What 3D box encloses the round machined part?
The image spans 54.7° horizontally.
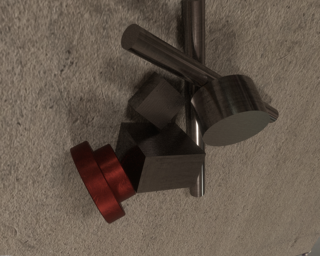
[{"bbox_3d":[-0.062,0.057,0.362,0.042,0.098,0.098,-28,128,-11],"label":"round machined part"}]

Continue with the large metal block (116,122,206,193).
[{"bbox_3d":[-0.003,0.034,0.392,0.081,0.080,0.050,0,119,-29],"label":"large metal block"}]

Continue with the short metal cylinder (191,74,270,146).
[{"bbox_3d":[0.083,-0.019,0.371,0.081,0.050,0.080,-12,152,-6],"label":"short metal cylinder"}]

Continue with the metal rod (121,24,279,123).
[{"bbox_3d":[0.075,-0.052,0.389,0.302,0.025,0.025,17,110,-45],"label":"metal rod"}]

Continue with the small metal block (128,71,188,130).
[{"bbox_3d":[-0.002,-0.033,0.386,0.050,0.025,0.050,-48,129,5],"label":"small metal block"}]

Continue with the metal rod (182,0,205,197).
[{"bbox_3d":[0.049,-0.019,0.423,0.025,0.025,0.298,-18,126,-18],"label":"metal rod"}]
